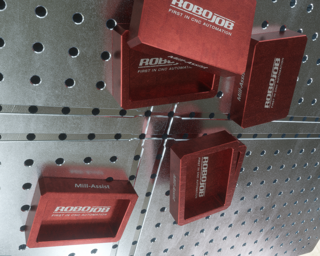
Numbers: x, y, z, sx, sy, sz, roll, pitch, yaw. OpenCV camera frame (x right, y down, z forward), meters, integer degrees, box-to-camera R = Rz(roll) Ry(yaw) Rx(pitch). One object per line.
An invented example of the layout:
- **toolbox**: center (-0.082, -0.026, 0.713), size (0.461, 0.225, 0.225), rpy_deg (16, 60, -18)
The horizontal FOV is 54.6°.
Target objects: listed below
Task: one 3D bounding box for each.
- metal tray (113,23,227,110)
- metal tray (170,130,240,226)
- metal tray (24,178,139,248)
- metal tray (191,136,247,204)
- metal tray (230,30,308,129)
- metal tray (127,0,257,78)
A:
- **metal tray**: center (0.012, -0.075, 0.366), size (0.131, 0.030, 0.089), rpy_deg (-10, 123, -23)
- **metal tray**: center (0.061, 0.073, 0.446), size (0.091, 0.030, 0.129), rpy_deg (-14, 124, -21)
- **metal tray**: center (-0.105, 0.115, 0.421), size (0.131, 0.030, 0.089), rpy_deg (9, 114, -32)
- **metal tray**: center (0.082, 0.080, 0.501), size (0.091, 0.030, 0.129), rpy_deg (-8, 122, -25)
- **metal tray**: center (0.154, -0.069, 0.448), size (0.091, 0.030, 0.129), rpy_deg (-13, 124, -21)
- **metal tray**: center (0.037, -0.113, 0.326), size (0.131, 0.030, 0.090), rpy_deg (11, 87, -27)
